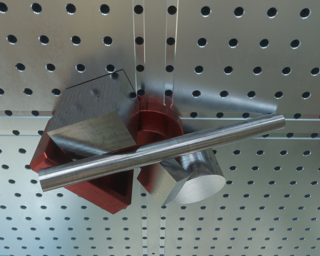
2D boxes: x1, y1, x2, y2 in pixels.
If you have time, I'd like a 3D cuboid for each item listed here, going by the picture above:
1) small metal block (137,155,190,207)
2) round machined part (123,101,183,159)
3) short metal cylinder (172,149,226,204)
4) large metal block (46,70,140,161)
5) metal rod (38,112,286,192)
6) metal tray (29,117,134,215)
[{"bbox_3d":[0.003,0.062,0.391,0.025,0.050,0.050,-18,144,-45],"label":"small metal block"},{"bbox_3d":[-0.017,0.015,0.417,0.099,0.042,0.097,-1,130,0],"label":"round machined part"},{"bbox_3d":[0.045,0.066,0.436,0.081,0.050,0.080,-12,144,-9],"label":"short metal cylinder"},{"bbox_3d":[-0.072,-0.015,0.360,0.080,0.080,0.050,-16,128,13],"label":"large metal block"},{"bbox_3d":[0.016,0.024,0.370,0.302,0.025,0.025,-13,132,-15],"label":"metal rod"},{"bbox_3d":[-0.092,0.044,0.404,0.030,0.090,0.130,-36,122,26],"label":"metal tray"}]
